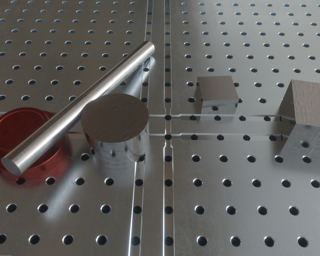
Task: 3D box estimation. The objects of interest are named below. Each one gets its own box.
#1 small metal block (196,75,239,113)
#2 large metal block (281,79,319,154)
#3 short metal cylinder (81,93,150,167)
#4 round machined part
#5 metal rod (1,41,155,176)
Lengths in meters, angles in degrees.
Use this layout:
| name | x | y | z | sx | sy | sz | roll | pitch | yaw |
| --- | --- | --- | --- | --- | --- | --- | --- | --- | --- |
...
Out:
| name | x | y | z | sx | sy | sz | roll | pitch | yaw |
| --- | --- | --- | --- | --- | --- | --- | --- | --- | --- |
| small metal block | 0.082 | -0.049 | 0.450 | 0.050 | 0.025 | 0.050 | -3 | 50 | -3 |
| large metal block | 0.208 | -0.013 | 0.406 | 0.080 | 0.050 | 0.080 | 9 | 51 | 7 |
| short metal cylinder | -0.054 | 0.002 | 0.389 | 0.081 | 0.050 | 0.080 | 0 | 50 | 0 |
| round machined part | -0.167 | 0.012 | 0.384 | 0.099 | 0.042 | 0.098 | 0 | 50 | 0 |
| metal rod | -0.085 | -0.048 | 0.417 | 0.025 | 0.025 | 0.301 | 21 | 44 | 16 |
